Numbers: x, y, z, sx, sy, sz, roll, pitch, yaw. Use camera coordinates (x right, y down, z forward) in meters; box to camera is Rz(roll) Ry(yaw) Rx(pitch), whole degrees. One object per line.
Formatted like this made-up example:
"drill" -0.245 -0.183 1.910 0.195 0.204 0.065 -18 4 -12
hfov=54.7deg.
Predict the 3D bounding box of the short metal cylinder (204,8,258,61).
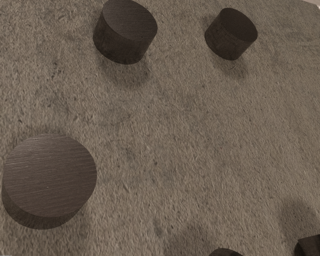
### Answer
"short metal cylinder" 0.129 -0.170 0.564 0.081 0.050 0.080 14 56 -21

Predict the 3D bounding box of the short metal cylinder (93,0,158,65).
"short metal cylinder" -0.050 -0.139 0.447 0.081 0.050 0.080 14 56 -21

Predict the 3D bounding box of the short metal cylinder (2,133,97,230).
"short metal cylinder" -0.107 0.052 0.299 0.081 0.050 0.080 14 56 -21

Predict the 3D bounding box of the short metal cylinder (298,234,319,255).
"short metal cylinder" 0.227 0.160 0.396 0.081 0.080 0.050 2 61 -28

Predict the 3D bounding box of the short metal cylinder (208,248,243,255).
"short metal cylinder" 0.065 0.168 0.303 0.050 0.080 0.080 -26 76 -37
